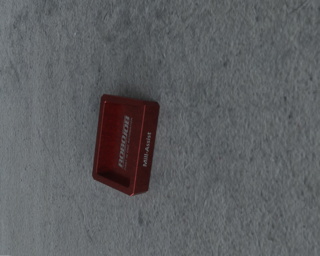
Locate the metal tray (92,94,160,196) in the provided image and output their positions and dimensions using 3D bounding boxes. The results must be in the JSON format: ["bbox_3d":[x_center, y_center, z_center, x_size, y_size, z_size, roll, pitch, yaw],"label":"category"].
[{"bbox_3d":[-0.052,0.021,0.445,0.090,0.030,0.129,13,98,39],"label":"metal tray"}]
